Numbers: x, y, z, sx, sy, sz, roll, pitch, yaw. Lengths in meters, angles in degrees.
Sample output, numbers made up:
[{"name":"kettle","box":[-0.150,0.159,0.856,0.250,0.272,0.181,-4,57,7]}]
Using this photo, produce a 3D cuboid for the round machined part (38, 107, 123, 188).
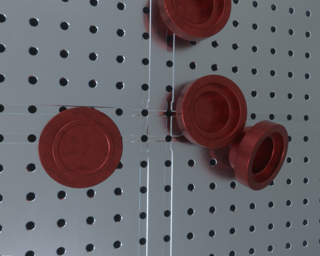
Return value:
[{"name":"round machined part","box":[-0.092,0.023,0.369,0.099,0.042,0.097,0,90,-20]}]

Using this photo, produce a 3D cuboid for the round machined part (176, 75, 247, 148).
[{"name":"round machined part","box":[0.067,-0.022,0.428,0.099,0.042,0.097,0,90,-20]}]

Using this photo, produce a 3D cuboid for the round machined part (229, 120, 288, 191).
[{"name":"round machined part","box":[0.136,0.035,0.440,0.099,0.042,0.097,-17,118,-36]}]

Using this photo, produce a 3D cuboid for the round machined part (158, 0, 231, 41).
[{"name":"round machined part","box":[0.043,-0.166,0.419,0.099,0.042,0.097,0,90,-20]}]
